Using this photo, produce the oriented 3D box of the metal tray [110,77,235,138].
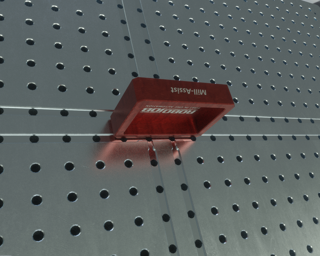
[{"bbox_3d":[0.015,-0.021,0.386,0.131,0.090,0.030,0,62,-28],"label":"metal tray"}]
